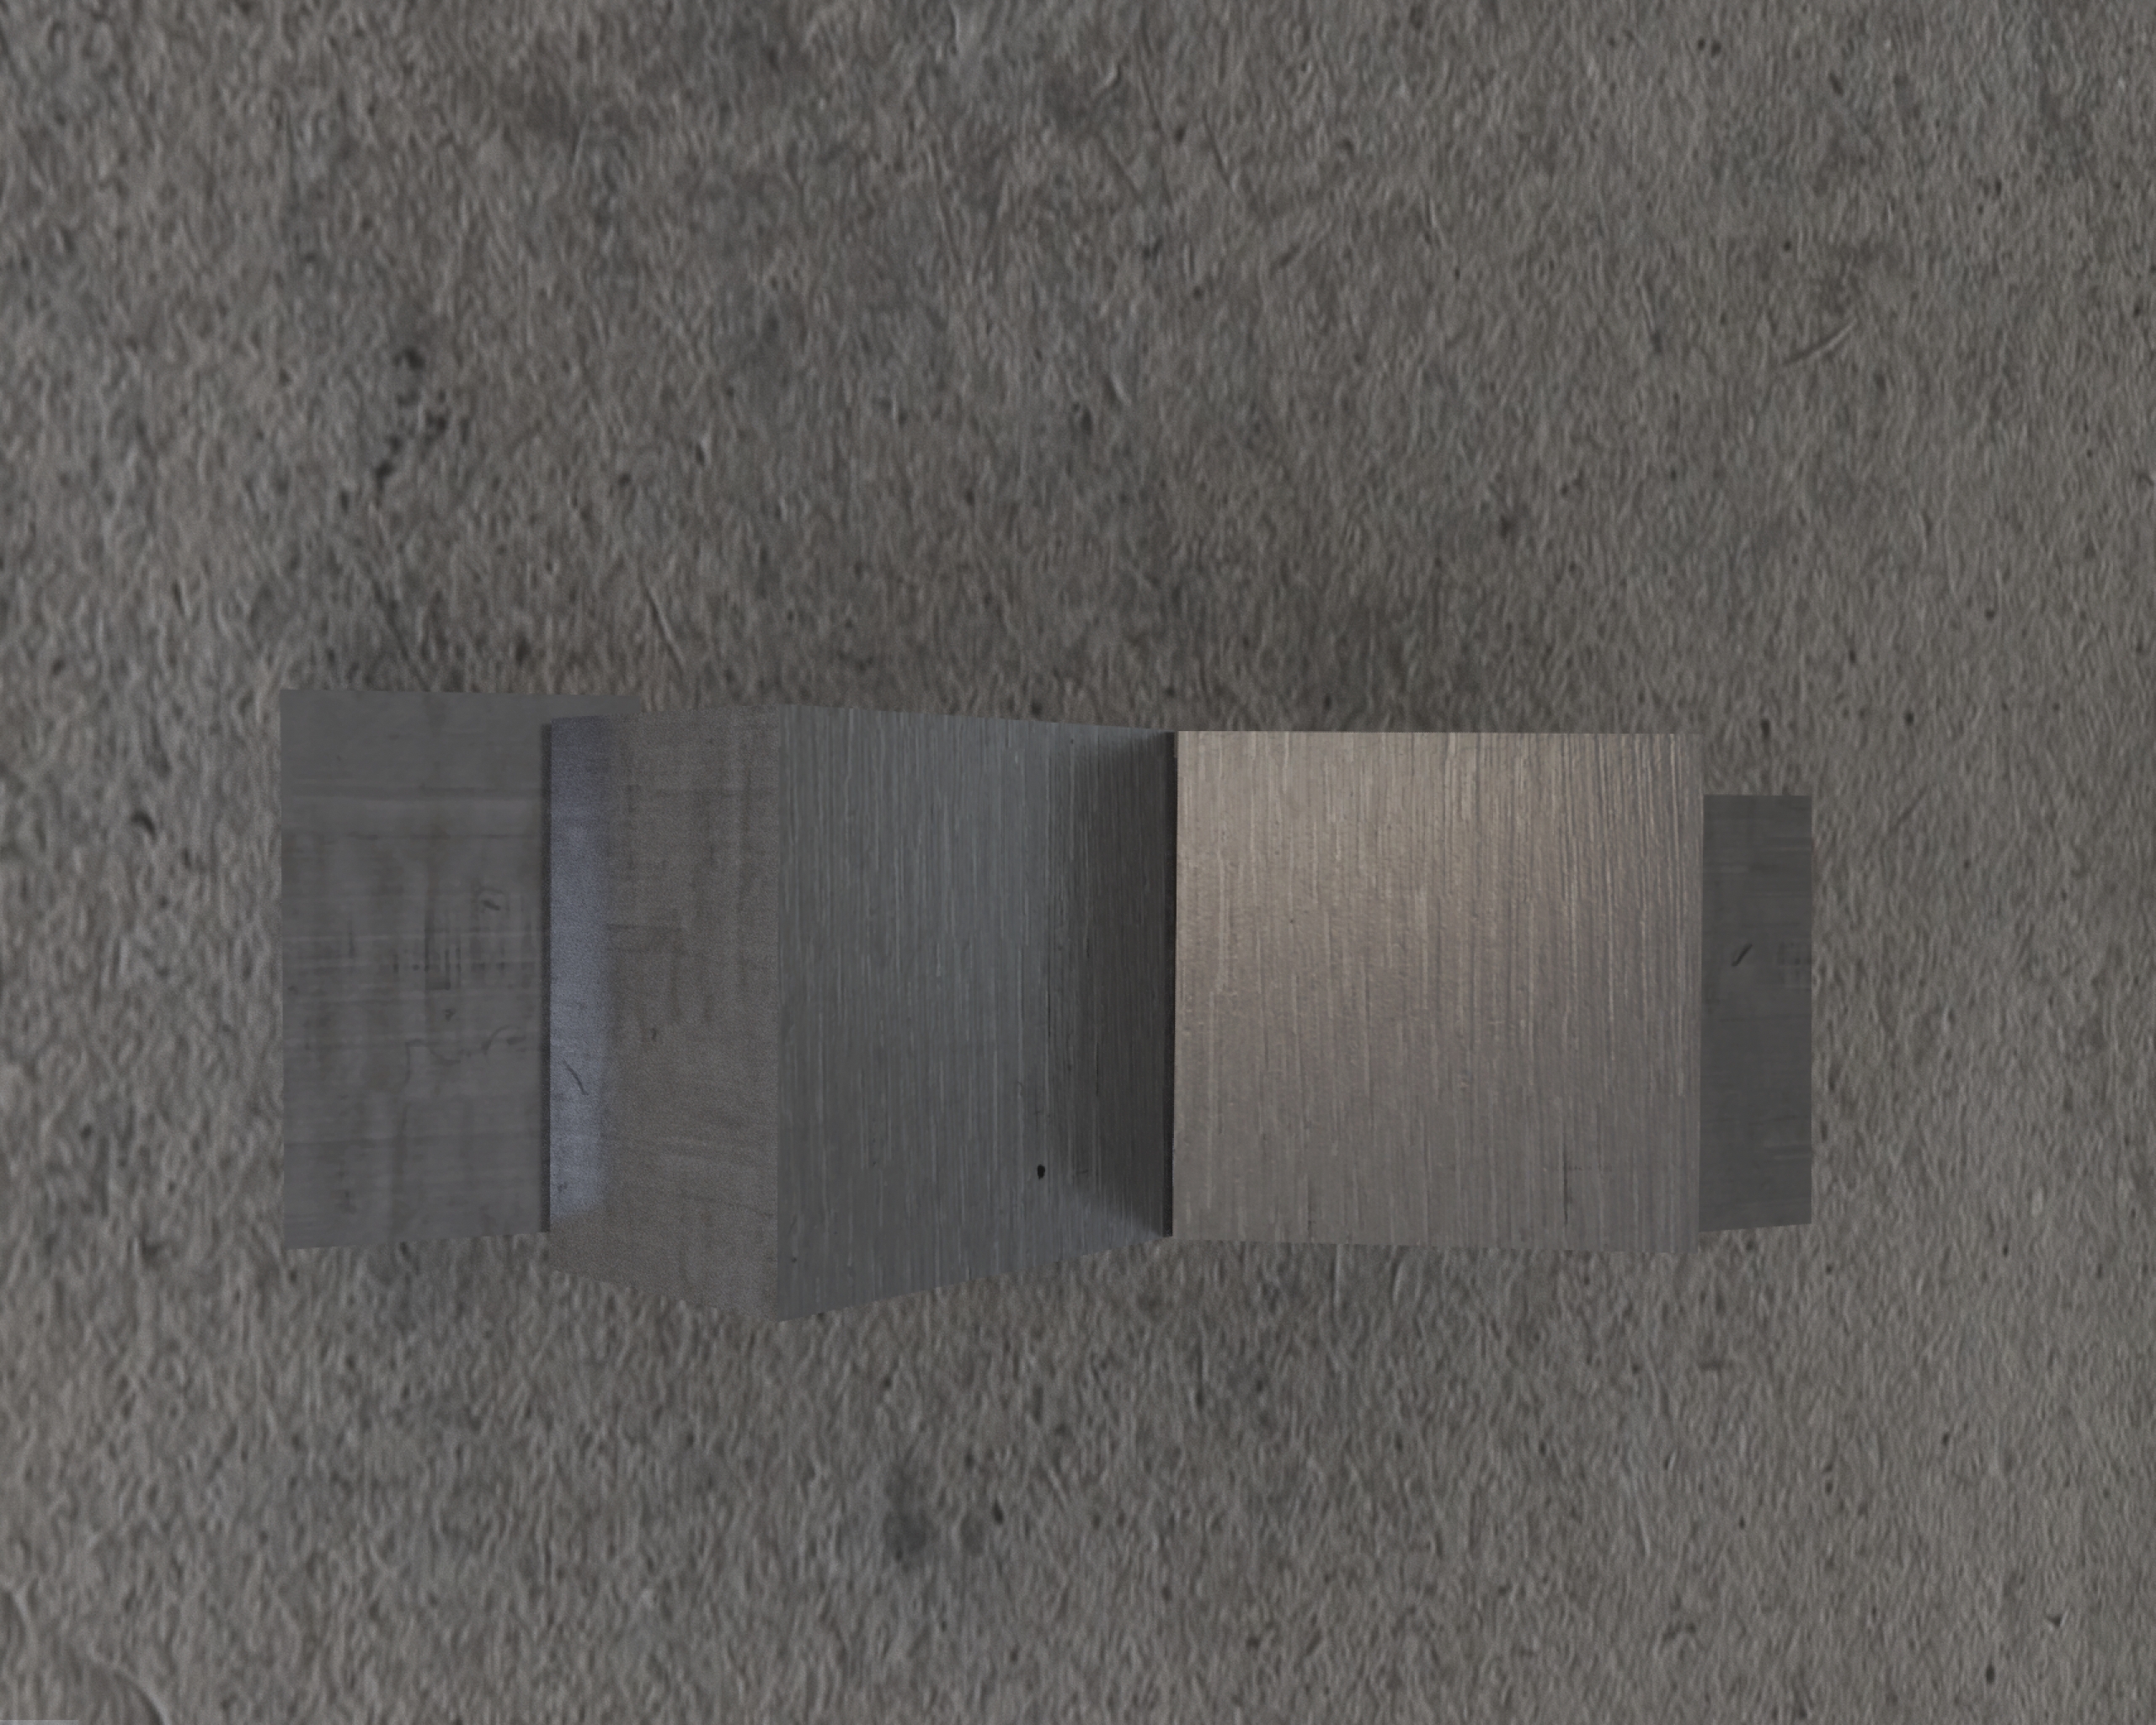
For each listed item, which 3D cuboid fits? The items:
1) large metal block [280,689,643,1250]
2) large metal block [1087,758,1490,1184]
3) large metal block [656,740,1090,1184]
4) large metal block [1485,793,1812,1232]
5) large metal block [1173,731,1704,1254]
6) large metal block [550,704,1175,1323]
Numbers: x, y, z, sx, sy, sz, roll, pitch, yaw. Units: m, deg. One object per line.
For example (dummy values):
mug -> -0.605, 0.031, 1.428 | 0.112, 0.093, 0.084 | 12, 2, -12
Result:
large metal block -> -0.103, 0.015, 0.342 | 0.050, 0.080, 0.080 | 0, 90, -20
large metal block -> 0.032, 0.021, 0.407 | 0.081, 0.050, 0.080 | 0, 90, -20
large metal block -> -0.044, 0.018, 0.379 | 0.081, 0.050, 0.080 | 0, 90, -20
large metal block -> 0.099, 0.027, 0.416 | 0.050, 0.080, 0.080 | 0, 90, -20
large metal block -> 0.058, 0.020, 0.348 | 0.080, 0.050, 0.080 | 1, 90, 5
large metal block -> -0.030, 0.019, 0.314 | 0.081, 0.050, 0.080 | 0, 90, -48
